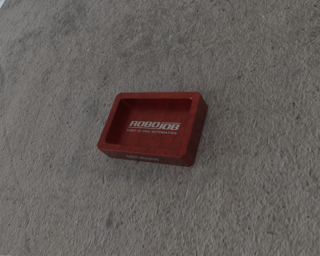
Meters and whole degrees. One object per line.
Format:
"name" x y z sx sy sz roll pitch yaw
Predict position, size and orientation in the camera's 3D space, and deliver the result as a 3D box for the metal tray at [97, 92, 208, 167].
"metal tray" -0.011 -0.002 0.408 0.130 0.030 0.090 3 63 29
